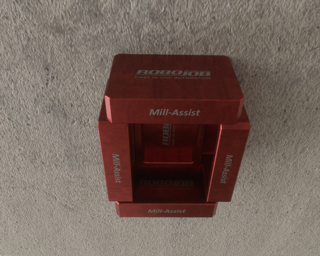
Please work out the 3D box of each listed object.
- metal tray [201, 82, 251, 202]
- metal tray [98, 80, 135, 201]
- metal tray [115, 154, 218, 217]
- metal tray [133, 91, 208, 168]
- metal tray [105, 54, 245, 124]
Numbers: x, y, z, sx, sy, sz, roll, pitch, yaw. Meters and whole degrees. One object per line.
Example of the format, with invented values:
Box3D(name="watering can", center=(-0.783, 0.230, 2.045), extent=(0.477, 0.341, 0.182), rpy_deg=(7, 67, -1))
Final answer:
Box3D(name="metal tray", center=(0.074, 0.018, 0.381), extent=(0.030, 0.090, 0.129), rpy_deg=(1, 130, -1))
Box3D(name="metal tray", center=(-0.048, 0.016, 0.379), extent=(0.030, 0.090, 0.129), rpy_deg=(1, 130, -1))
Box3D(name="metal tray", center=(0.008, 0.078, 0.432), extent=(0.131, 0.090, 0.030), rpy_deg=(1, 130, -1))
Box3D(name="metal tray", center=(0.012, -0.003, 0.403), extent=(0.091, 0.030, 0.129), rpy_deg=(0, 130, -1))
Box3D(name="metal tray", center=(0.014, -0.044, 0.328), extent=(0.131, 0.090, 0.030), rpy_deg=(1, 130, -1))
